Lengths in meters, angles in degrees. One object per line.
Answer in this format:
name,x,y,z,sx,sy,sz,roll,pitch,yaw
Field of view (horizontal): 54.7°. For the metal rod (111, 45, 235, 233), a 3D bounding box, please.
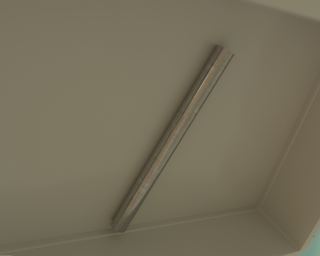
metal rod,0.011,0.025,0.431,0.025,0.025,0.298,20,108,-36
